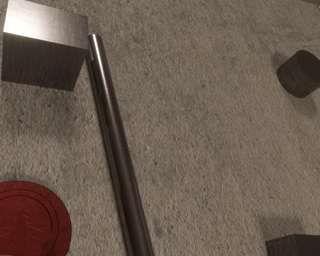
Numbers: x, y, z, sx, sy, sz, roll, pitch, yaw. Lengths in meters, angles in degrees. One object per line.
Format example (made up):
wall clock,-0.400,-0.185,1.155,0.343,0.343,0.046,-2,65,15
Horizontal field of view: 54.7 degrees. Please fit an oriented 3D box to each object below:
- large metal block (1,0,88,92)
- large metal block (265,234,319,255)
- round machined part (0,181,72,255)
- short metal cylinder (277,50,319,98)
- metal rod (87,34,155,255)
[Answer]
large metal block,-0.132,-0.090,0.353,0.081,0.080,0.050,7,59,-25
large metal block,0.186,0.179,0.382,0.081,0.050,0.080,11,57,-23
round machined part,-0.127,0.092,0.269,0.099,0.042,0.098,14,56,-21
short metal cylinder,0.278,-0.105,0.605,0.081,0.050,0.080,14,56,-21
metal rod,-0.053,0.011,0.369,0.025,0.025,0.299,-2,63,-30
